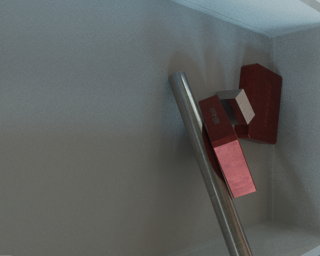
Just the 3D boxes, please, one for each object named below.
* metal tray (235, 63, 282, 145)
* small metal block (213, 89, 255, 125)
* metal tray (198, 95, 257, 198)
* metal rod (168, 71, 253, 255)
[{"bbox_3d":[0.178,-0.040,0.556,0.091,0.030,0.129,13,82,-40],"label":"metal tray"},{"bbox_3d":[0.114,-0.032,0.488,0.025,0.050,0.050,-47,118,-30],"label":"small metal block"},{"bbox_3d":[0.089,0.020,0.423,0.130,0.030,0.090,-92,158,-62],"label":"metal tray"},{"bbox_3d":[0.067,0.063,0.382,0.025,0.025,0.299,-1,65,-40],"label":"metal rod"}]
